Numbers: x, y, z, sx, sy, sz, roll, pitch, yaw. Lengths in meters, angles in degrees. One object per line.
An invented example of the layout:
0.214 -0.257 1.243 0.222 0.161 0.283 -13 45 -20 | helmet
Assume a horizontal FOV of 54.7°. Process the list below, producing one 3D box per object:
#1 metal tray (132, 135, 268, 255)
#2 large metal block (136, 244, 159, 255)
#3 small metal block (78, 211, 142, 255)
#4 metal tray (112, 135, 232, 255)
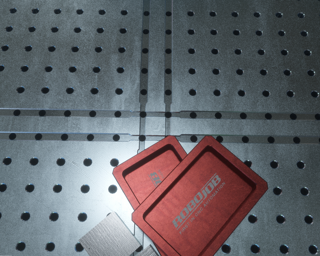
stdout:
0.044 0.083 0.346 0.090 0.030 0.130 42 75 13 | metal tray
-0.017 0.184 0.331 0.080 0.050 0.080 -37 75 -13 | large metal block
-0.057 0.134 0.362 0.050 0.025 0.050 -39 75 -13 | small metal block
0.013 0.085 0.378 0.090 0.030 0.130 -31 73 -11 | metal tray
